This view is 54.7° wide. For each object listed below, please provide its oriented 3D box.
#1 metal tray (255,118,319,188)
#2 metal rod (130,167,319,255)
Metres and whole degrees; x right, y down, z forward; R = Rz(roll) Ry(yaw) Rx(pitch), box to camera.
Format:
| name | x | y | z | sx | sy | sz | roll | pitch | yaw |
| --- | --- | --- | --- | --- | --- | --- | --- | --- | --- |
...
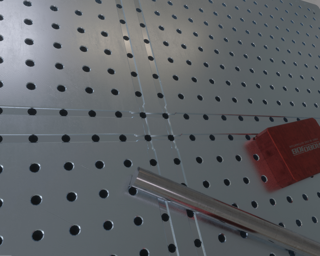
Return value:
| name | x | y | z | sx | sy | sz | roll | pitch | yaw |
| --- | --- | --- | --- | --- | --- | --- | --- | --- | --- |
| metal tray | 0.226 | 0.036 | 0.504 | 0.131 | 0.030 | 0.090 | -10 | 67 | -32 |
| metal rod | 0.104 | 0.117 | 0.392 | 0.301 | 0.025 | 0.025 | 25 | 53 | -13 |
